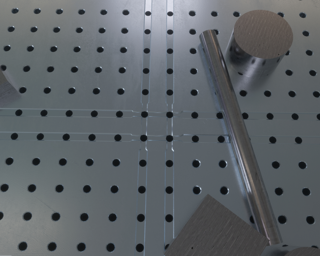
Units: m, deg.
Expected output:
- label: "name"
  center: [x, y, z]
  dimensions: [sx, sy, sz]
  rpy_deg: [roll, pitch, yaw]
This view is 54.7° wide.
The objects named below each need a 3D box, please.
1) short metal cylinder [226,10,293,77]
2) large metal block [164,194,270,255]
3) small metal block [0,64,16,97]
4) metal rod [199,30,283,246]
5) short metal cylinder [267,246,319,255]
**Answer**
- label: "short metal cylinder"
  center: [0.140, -0.120, 0.443]
  dimensions: [0.081, 0.050, 0.080]
  rpy_deg: [0, 70, 0]
- label: "large metal block"
  center: [0.061, 0.134, 0.350]
  dimensions: [0.080, 0.050, 0.080]
  rpy_deg: [36, 74, 12]
- label: "small metal block"
  center: [-0.242, -0.066, 0.434]
  dimensions: [0.050, 0.025, 0.050]
  rpy_deg: [-33, 74, -12]
- label: "metal rod"
  center: [0.101, -0.001, 0.412]
  dimensions: [0.025, 0.025, 0.299]
  rpy_deg: [-11, 70, -4]
- label: "short metal cylinder"
  center: [0.155, 0.171, 0.337]
  dimensions: [0.081, 0.050, 0.080]
  rpy_deg: [0, 70, 0]
